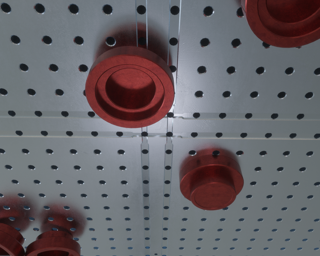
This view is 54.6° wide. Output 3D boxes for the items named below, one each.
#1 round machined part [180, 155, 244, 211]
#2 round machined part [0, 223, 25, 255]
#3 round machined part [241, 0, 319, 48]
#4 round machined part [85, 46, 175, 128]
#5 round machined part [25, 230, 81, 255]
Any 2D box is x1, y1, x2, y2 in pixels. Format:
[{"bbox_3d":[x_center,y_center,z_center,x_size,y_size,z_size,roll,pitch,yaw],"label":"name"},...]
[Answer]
[{"bbox_3d":[0.080,0.090,0.478,0.099,0.042,0.097,0,130,0],"label":"round machined part"},{"bbox_3d":[-0.292,0.212,0.568,0.098,0.042,0.097,8,127,11],"label":"round machined part"},{"bbox_3d":[0.126,-0.129,0.291,0.099,0.042,0.097,0,130,0],"label":"round machined part"},{"bbox_3d":[-0.033,-0.050,0.358,0.099,0.042,0.097,0,130,0],"label":"round machined part"},{"bbox_3d":[-0.201,0.230,0.587,0.099,0.042,0.097,-7,133,-7],"label":"round machined part"}]
